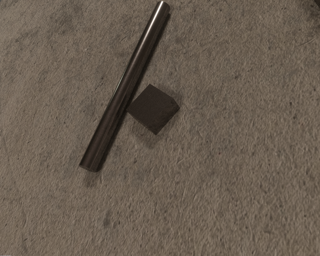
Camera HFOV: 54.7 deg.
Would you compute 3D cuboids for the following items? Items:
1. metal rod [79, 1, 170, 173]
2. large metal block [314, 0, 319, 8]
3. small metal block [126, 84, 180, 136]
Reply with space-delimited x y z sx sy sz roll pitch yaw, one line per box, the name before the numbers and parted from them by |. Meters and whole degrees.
metal rod | -0.046 -0.075 0.472 0.025 0.025 0.300 9 66 31
large metal block | 0.231 -0.207 0.394 0.080 0.050 0.080 -21 54 15
small metal block | -0.010 -0.026 0.424 0.050 0.025 0.050 -48 52 -6
